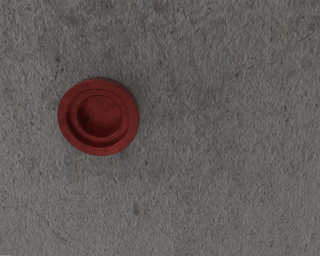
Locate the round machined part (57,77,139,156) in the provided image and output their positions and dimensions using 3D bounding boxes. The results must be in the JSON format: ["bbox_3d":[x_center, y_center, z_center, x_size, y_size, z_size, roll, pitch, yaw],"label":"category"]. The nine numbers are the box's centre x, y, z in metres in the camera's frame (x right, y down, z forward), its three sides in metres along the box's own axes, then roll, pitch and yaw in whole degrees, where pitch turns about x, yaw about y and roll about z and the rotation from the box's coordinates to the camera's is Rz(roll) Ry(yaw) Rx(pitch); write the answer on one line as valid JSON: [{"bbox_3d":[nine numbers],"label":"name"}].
[{"bbox_3d":[-0.075,-0.017,0.394,0.099,0.042,0.097,0,110,0],"label":"round machined part"}]
